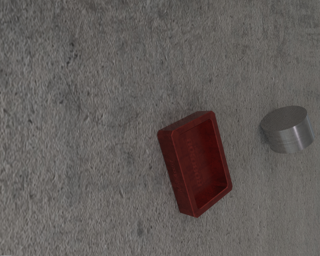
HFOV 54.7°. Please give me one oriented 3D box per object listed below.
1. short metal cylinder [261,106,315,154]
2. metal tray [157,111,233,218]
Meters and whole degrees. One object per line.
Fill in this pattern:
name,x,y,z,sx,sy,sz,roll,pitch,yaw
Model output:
short metal cylinder,0.231,0.002,0.563,0.080,0.080,0.050,-43,117,-31
metal tray,0.054,0.049,0.446,0.091,0.030,0.129,-26,107,-37
